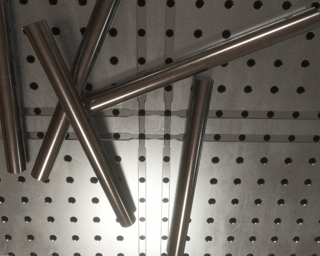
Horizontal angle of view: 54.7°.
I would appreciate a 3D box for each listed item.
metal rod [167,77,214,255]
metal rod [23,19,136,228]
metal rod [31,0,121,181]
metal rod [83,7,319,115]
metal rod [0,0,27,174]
[{"bbox_3d":[0.039,0.077,0.442,0.025,0.025,0.298,6,110,-3],"label":"metal rod"},{"bbox_3d":[-0.091,0.014,0.397,0.025,0.025,0.298,-16,117,5],"label":"metal rod"},{"bbox_3d":[-0.104,-0.060,0.389,0.025,0.025,0.298,24,108,-9],"label":"metal rod"},{"bbox_3d":[0.044,-0.079,0.384,0.301,0.025,0.025,-20,109,7],"label":"metal rod"},{"bbox_3d":[-0.191,-0.082,0.380,0.025,0.025,0.298,2,110,-1],"label":"metal rod"}]
